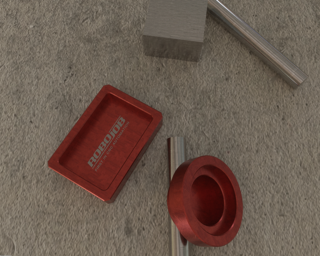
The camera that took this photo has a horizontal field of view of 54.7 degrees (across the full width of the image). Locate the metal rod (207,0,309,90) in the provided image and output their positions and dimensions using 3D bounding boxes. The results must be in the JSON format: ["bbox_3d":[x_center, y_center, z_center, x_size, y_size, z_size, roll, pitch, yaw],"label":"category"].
[{"bbox_3d":[0.100,-0.169,0.471,0.025,0.025,0.300,-39,75,-13],"label":"metal rod"}]

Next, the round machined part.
[{"bbox_3d":[0.047,0.083,0.352,0.099,0.042,0.098,16,64,-36],"label":"round machined part"}]

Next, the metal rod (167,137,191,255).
[{"bbox_3d":[0.023,0.155,0.351,0.025,0.025,0.299,-1,70,-1],"label":"metal rod"}]

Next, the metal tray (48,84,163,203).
[{"bbox_3d":[-0.066,0.018,0.397,0.090,0.030,0.130,29,72,9],"label":"metal tray"}]

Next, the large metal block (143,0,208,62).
[{"bbox_3d":[0.023,-0.148,0.449,0.080,0.050,0.080,8,70,2],"label":"large metal block"}]
